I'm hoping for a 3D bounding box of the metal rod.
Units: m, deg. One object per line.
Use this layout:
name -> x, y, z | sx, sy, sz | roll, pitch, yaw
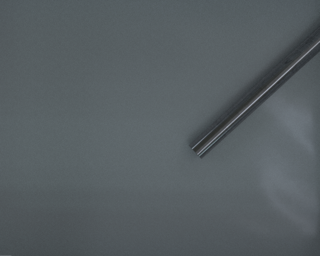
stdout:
metal rod -> 0.158, -0.069, 0.413 | 0.300, 0.025, 0.025 | -42, 91, -1
